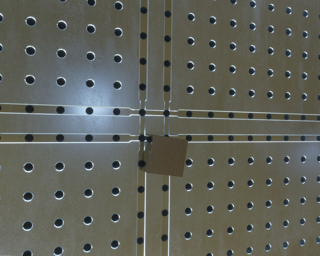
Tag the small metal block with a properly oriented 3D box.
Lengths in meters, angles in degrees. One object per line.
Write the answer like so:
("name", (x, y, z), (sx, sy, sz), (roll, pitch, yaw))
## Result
("small metal block", (0.006, 0.037, 0.416), (0.050, 0.025, 0.050), (10, 87, -20))
